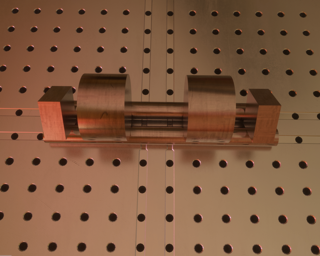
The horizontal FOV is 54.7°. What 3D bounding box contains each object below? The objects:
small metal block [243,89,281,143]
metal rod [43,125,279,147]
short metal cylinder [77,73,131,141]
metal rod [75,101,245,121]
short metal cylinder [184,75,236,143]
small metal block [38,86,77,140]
[{"bbox_3d":[0.124,-0.016,0.381,0.025,0.050,0.050,0,29,1],"label":"small metal block"},{"bbox_3d":[0.001,0.010,0.408,0.302,0.025,0.025,1,70,0],"label":"metal rod"},{"bbox_3d":[-0.063,-0.024,0.368,0.050,0.080,0.080,1,70,0],"label":"short metal cylinder"},{"bbox_3d":[0.004,-0.023,0.420,0.302,0.025,0.025,1,70,0],"label":"metal rod"},{"bbox_3d":[0.056,-0.022,0.368,0.050,0.080,0.080,1,70,0],"label":"short metal cylinder"},{"bbox_3d":[-0.124,-0.019,0.381,0.025,0.050,0.050,1,28,1],"label":"small metal block"}]
